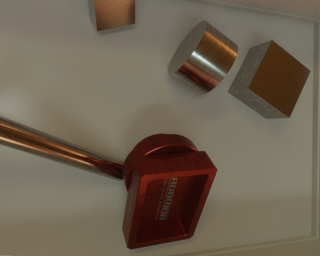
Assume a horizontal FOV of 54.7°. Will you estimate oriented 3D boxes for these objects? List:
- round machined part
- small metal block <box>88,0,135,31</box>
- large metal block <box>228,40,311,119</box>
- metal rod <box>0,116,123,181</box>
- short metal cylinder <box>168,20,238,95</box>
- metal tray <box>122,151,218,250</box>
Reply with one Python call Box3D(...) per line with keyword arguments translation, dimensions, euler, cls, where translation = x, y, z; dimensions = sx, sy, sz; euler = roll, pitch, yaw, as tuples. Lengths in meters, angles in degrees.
Box3D(translation=(0.001, 0.046, 0.387), dimensions=(0.099, 0.042, 0.097), euler=(-11, 129, -14), cls="round machined part")
Box3D(translation=(-0.058, -0.150, 0.374), dimensions=(0.050, 0.050, 0.025), euler=(-19, 53, -19), cls="small metal block")
Box3D(translation=(0.161, -0.069, 0.459), dimensions=(0.080, 0.050, 0.080), euler=(31, 80, -18), cls="large metal block")
Box3D(translation=(-0.145, 0.004, 0.290), dimensions=(0.301, 0.025, 0.025), euler=(29, 80, -44), cls="metal rod")
Box3D(translation=(0.054, -0.090, 0.402), dimensions=(0.050, 0.080, 0.080), euler=(31, 80, -18), cls="short metal cylinder")
Box3D(translation=(0.008, 0.089, 0.375), dimensions=(0.091, 0.030, 0.129), euler=(-3, 126, -20), cls="metal tray")
